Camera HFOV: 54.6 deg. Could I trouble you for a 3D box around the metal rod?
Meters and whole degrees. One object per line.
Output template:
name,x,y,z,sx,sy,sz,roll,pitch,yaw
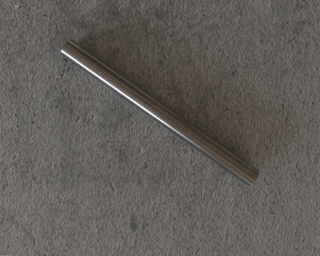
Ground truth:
metal rod,0.001,-0.020,0.409,0.301,0.025,0.025,35,90,0
